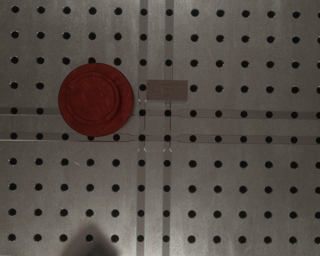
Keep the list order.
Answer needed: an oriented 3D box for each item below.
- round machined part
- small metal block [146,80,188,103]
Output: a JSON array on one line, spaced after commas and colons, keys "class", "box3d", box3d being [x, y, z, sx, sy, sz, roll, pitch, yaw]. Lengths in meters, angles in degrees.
[{"class": "round machined part", "box3d": [-0.084, -0.037, 0.404, 0.099, 0.042, 0.097, 0, 90, -1]}, {"class": "small metal block", "box3d": [0.009, -0.046, 0.401, 0.050, 0.050, 0.025, 1, 90, -1]}]
